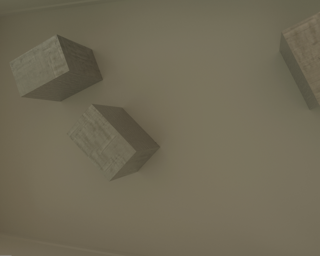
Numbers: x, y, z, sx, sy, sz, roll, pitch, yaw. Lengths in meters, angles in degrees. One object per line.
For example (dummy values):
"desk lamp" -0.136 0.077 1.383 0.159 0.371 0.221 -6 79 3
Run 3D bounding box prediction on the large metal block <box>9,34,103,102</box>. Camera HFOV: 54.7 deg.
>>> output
"large metal block" -0.141 -0.078 0.429 0.080 0.080 0.050 -23 83 18

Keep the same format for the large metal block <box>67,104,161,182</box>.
"large metal block" -0.057 0.016 0.400 0.080 0.080 0.050 45 104 14

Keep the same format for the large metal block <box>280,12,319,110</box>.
"large metal block" 0.168 -0.067 0.322 0.050 0.080 0.080 -26 82 18
